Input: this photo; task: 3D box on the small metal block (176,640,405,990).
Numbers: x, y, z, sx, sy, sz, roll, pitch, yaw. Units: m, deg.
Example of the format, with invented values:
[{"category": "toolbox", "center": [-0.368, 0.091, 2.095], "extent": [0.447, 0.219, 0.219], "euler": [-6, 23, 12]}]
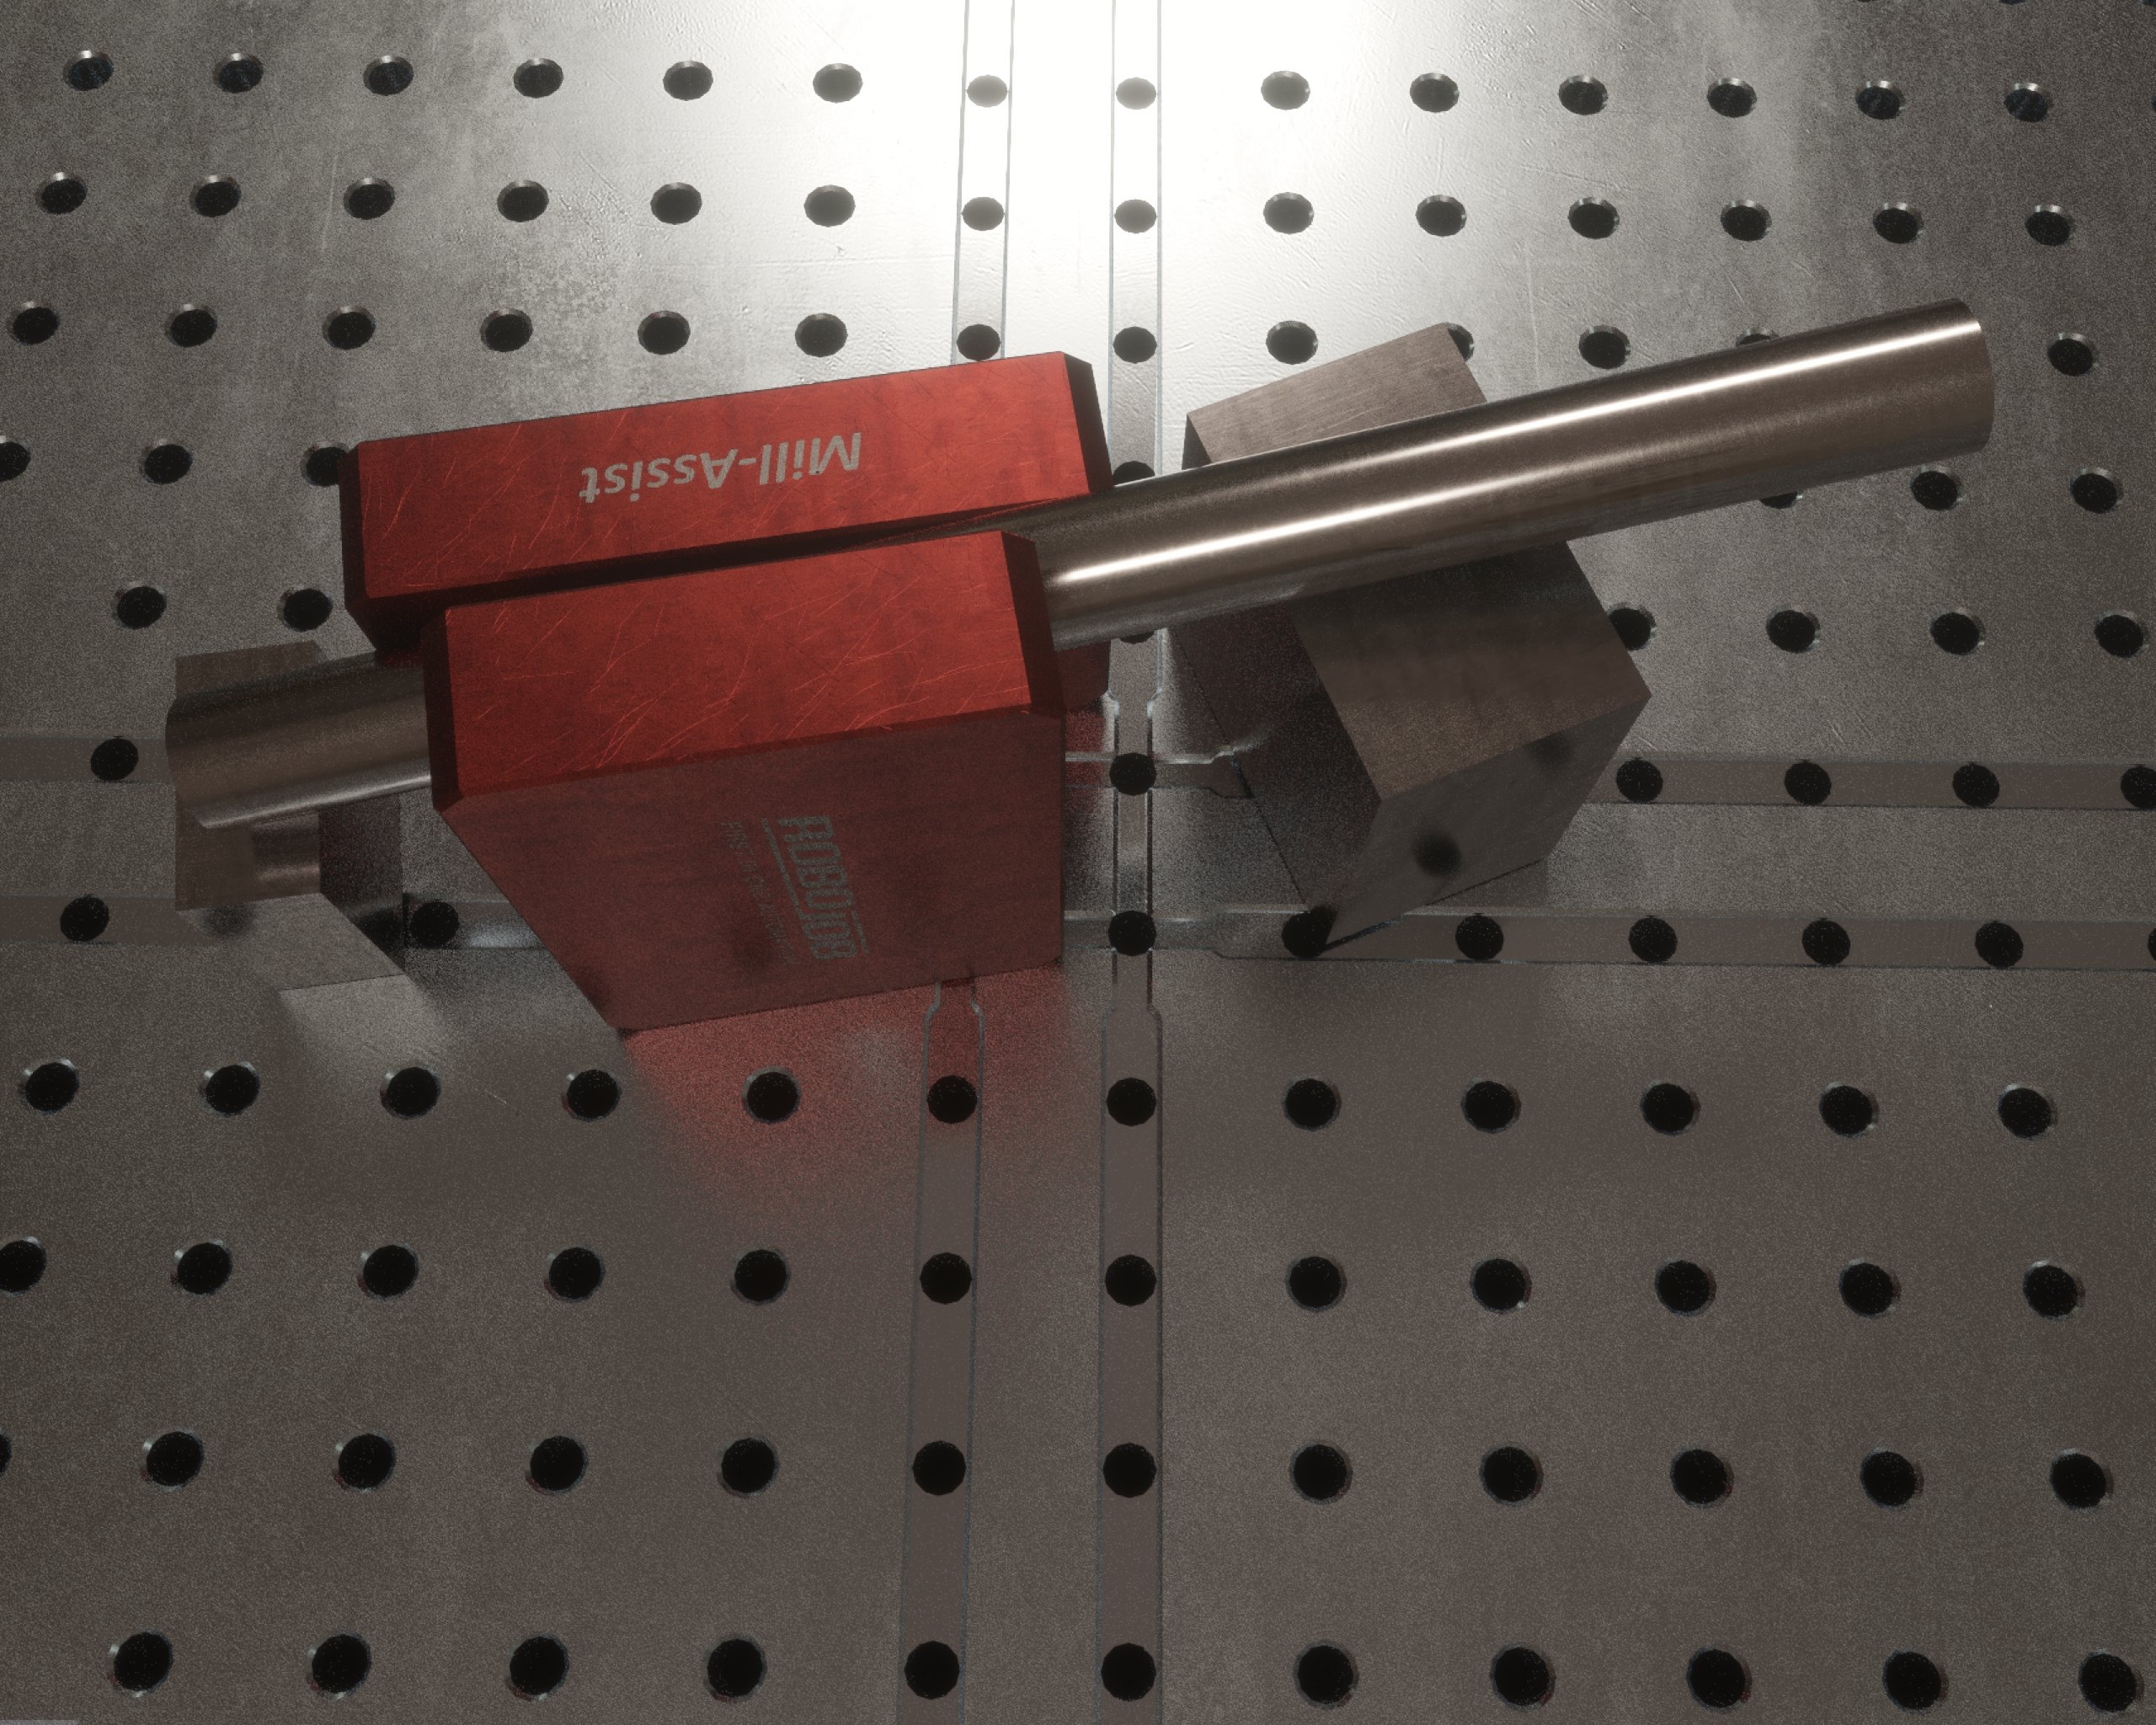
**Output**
[{"category": "small metal block", "center": [-0.150, -0.008, 0.399], "extent": [0.025, 0.050, 0.050], "euler": [-8, 70, -3]}]

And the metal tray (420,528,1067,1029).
[{"category": "metal tray", "center": [-0.049, -0.008, 0.358], "extent": [0.091, 0.130, 0.030], "euler": [-9, 71, -4]}]

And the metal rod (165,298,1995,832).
[{"category": "metal rod", "center": [-0.004, -0.048, 0.349], "extent": [0.302, 0.025, 0.025], "euler": [-12, 70, 5]}]

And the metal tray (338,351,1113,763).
[{"category": "metal tray", "center": [-0.060, -0.052, 0.395], "extent": [0.131, 0.090, 0.030], "euler": [-8, 72, -4]}]

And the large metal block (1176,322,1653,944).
[{"category": "large metal block", "center": [0.058, -0.040, 0.397], "extent": [0.050, 0.080, 0.080], "euler": [-21, 72, -8]}]
